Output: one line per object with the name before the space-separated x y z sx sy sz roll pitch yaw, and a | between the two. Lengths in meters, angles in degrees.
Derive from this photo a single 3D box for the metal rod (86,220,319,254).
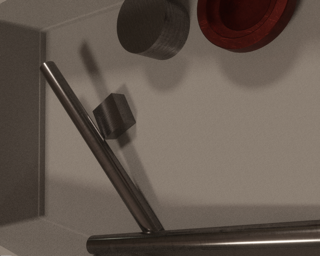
metal rod | 0.029 0.130 0.359 0.300 0.025 0.025 -16 80 31

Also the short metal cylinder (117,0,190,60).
short metal cylinder | -0.009 -0.131 0.396 0.080 0.050 0.079 0 90 39

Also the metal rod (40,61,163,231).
metal rod | -0.092 0.022 0.448 0.025 0.025 0.299 -44 73 31

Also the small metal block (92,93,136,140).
small metal block | -0.069 -0.017 0.461 0.050 0.025 0.050 -37 68 33

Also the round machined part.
round machined part | 0.091 -0.127 0.320 0.098 0.042 0.097 0 90 39
